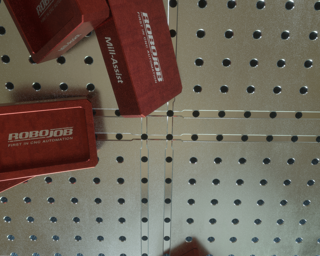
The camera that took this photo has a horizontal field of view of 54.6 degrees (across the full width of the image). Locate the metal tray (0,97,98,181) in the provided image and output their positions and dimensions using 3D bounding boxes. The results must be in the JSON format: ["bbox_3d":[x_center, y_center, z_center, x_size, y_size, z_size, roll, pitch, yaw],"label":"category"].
[{"bbox_3d":[-0.149,0.011,0.388,0.131,0.030,0.089,-7,103,-15],"label":"metal tray"}]

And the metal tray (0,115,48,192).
[{"bbox_3d":[-0.229,0.042,0.424,0.130,0.030,0.090,-25,108,8],"label":"metal tray"}]

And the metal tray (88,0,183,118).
[{"bbox_3d":[-0.022,-0.087,0.345,0.030,0.091,0.129,0,114,36],"label":"metal tray"}]

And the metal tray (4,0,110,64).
[{"bbox_3d":[-0.112,-0.128,0.313,0.130,0.030,0.090,-13,105,50],"label":"metal tray"}]

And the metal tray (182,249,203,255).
[{"bbox_3d":[0.061,0.269,0.510,0.090,0.030,0.130,-35,107,12],"label":"metal tray"}]
